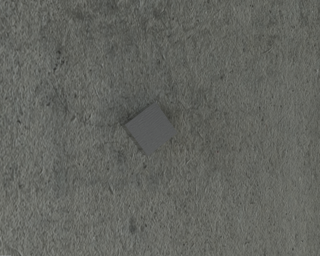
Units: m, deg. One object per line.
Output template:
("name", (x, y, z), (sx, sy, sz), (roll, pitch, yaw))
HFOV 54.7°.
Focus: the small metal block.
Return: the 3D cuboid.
("small metal block", (-0.015, 0.001, 0.406), (0.050, 0.025, 0.050), (-39, 103, -16))
